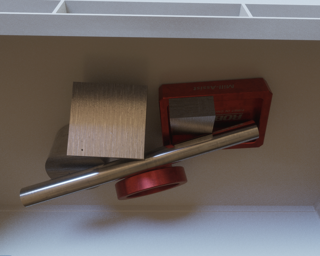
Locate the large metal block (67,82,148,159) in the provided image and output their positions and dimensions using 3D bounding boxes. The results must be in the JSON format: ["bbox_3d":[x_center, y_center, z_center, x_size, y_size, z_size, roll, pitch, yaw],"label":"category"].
[{"bbox_3d":[-0.056,-0.006,0.355,0.081,0.080,0.050,3,172,-2],"label":"large metal block"}]

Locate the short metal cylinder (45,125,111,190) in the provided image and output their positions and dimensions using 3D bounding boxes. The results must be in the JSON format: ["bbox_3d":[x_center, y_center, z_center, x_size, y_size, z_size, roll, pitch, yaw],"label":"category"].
[{"bbox_3d":[-0.108,0.040,0.422,0.081,0.050,0.079,0,130,0],"label":"short metal cylinder"}]

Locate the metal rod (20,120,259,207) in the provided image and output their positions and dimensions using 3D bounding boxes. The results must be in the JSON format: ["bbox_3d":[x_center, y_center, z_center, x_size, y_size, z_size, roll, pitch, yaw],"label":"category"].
[{"bbox_3d":[-0.024,0.044,0.390,0.302,0.025,0.025,-16,129,-1],"label":"metal rod"}]

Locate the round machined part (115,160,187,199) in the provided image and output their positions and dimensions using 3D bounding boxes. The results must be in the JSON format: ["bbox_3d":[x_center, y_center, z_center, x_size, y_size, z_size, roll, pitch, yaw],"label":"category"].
[{"bbox_3d":[-0.015,0.067,0.432,0.099,0.042,0.098,-14,164,-4],"label":"round machined part"}]

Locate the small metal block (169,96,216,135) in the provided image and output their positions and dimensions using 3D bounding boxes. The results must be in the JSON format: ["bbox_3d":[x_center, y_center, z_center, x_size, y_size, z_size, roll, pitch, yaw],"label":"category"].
[{"bbox_3d":[0.037,-0.014,0.368,0.050,0.025,0.050,-3,156,3],"label":"small metal block"}]

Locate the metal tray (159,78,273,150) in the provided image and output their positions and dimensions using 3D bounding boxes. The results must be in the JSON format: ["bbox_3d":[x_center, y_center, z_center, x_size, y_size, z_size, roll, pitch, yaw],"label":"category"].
[{"bbox_3d":[0.067,-0.014,0.392,0.131,0.030,0.089,-4,130,2],"label":"metal tray"}]
